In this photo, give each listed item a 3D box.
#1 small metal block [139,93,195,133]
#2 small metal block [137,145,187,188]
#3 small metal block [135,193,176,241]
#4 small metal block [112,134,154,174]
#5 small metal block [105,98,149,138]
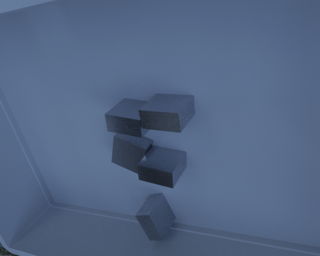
[{"bbox_3d":[0.010,-0.020,0.375,0.050,0.050,0.025,6,121,25],"label":"small metal block"},{"bbox_3d":[0.004,0.052,0.422,0.050,0.050,0.025,10,123,23],"label":"small metal block"},{"bbox_3d":[-0.006,0.137,0.481,0.025,0.050,0.050,-15,111,34],"label":"small metal block"},{"bbox_3d":[-0.041,0.034,0.451,0.050,0.025,0.050,22,127,15],"label":"small metal block"},{"bbox_3d":[-0.035,-0.014,0.402,0.050,0.050,0.025,10,123,23],"label":"small metal block"}]
